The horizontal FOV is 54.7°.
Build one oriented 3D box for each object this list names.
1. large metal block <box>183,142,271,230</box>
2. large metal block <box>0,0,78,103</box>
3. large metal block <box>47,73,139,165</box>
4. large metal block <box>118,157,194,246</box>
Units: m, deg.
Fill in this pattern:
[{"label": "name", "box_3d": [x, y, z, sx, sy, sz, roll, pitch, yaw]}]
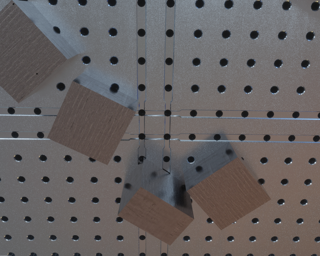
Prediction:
[{"label": "large metal block", "box_3d": [0.091, 0.080, 0.431, 0.080, 0.050, 0.080, -37, 107, 12]}, {"label": "large metal block", "box_3d": [-0.160, -0.090, 0.365, 0.080, 0.050, 0.080, -38, 106, 12]}, {"label": "large metal block", "box_3d": [-0.083, -0.012, 0.394, 0.080, 0.050, 0.080, 26, 108, -10]}, {"label": "large metal block", "box_3d": [-0.005, 0.096, 0.420, 0.080, 0.080, 0.050, 34, 106, -12]}]
